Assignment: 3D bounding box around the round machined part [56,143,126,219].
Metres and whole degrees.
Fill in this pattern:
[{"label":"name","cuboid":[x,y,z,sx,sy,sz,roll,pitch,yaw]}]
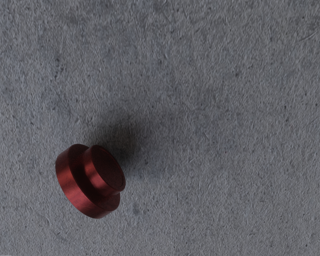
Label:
[{"label":"round machined part","cuboid":[-0.081,0.060,0.393,0.042,0.098,0.098,-34,107,12]}]
